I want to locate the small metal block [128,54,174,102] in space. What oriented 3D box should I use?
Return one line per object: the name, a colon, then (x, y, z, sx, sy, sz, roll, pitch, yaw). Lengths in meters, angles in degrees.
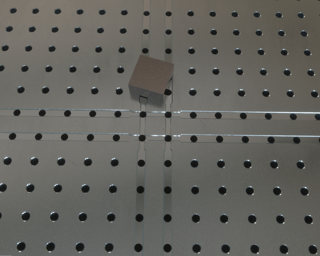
small metal block: (-0.012, -0.070, 0.437, 0.050, 0.025, 0.050, 17, 71, 5)
